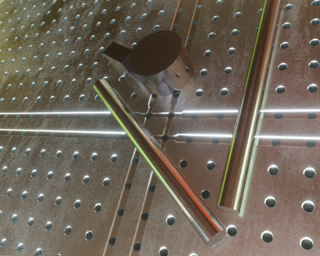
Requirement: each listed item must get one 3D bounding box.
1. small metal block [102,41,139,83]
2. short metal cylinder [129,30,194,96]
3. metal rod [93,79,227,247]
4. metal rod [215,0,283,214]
[{"bbox_3d":[-0.054,-0.102,0.482,0.050,0.050,0.025,34,81,38],"label":"small metal block"},{"bbox_3d":[0.003,-0.093,0.446,0.080,0.050,0.080,-13,57,20],"label":"short metal cylinder"},{"bbox_3d":[-0.019,0.021,0.403,0.025,0.025,0.300,-41,51,0],"label":"metal rod"},{"bbox_3d":[0.114,-0.047,0.376,0.025,0.025,0.300,5,64,30],"label":"metal rod"}]
